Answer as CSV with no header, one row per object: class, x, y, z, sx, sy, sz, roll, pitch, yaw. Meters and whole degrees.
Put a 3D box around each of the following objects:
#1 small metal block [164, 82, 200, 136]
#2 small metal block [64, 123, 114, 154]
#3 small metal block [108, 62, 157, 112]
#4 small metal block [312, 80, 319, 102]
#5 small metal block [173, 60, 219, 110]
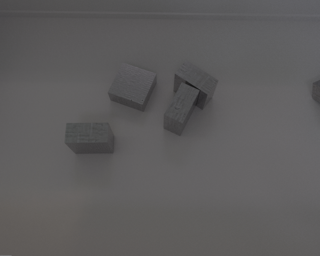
small metal block,0.027,-0.023,0.405,0.025,0.050,0.050,26,72,9
small metal block,-0.087,0.014,0.391,0.050,0.050,0.025,-1,70,0
small metal block,-0.037,-0.057,0.430,0.050,0.025,0.050,20,71,7
small metal block,0.244,-0.049,0.416,0.050,0.025,0.050,-23,36,-8
small metal block,0.047,-0.057,0.417,0.050,0.050,0.025,35,74,12
